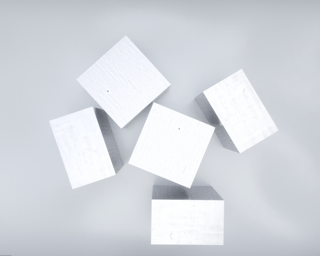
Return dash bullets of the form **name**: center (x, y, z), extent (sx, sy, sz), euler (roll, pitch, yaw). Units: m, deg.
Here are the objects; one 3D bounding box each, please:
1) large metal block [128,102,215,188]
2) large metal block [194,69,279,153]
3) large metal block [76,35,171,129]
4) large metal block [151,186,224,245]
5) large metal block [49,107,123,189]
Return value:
- **large metal block**: center (0.014, 0.021, 0.398), extent (0.080, 0.050, 0.080), euler (22, 90, -1)
- **large metal block**: center (0.090, -0.019, 0.383), extent (0.050, 0.080, 0.080), euler (-31, 90, 0)
- **large metal block**: center (-0.044, -0.055, 0.397), extent (0.080, 0.050, 0.080), euler (-42, 91, 0)
- **large metal block**: center (0.031, 0.104, 0.384), extent (0.081, 0.080, 0.050), euler (1, 90, -1)
- **large metal block**: center (-0.086, 0.022, 0.382), extent (0.050, 0.080, 0.080), euler (-19, 90, 0)
